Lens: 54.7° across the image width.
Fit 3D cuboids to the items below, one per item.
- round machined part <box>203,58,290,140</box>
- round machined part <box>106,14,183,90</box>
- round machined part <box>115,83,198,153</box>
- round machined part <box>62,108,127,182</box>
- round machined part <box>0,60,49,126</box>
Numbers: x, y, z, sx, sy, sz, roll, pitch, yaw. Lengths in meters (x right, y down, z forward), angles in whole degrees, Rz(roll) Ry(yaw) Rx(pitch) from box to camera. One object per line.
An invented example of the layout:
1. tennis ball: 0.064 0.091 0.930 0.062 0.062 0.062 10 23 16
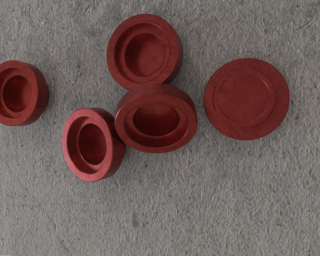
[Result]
1. round machined part: 0.100 -0.034 0.365 0.098 0.042 0.097 0 90 20
2. round machined part: -0.017 -0.094 0.406 0.098 0.042 0.097 0 90 20
3. round machined part: -0.004 -0.016 0.383 0.098 0.098 0.042 -22 40 19
4. round machined part: -0.085 0.021 0.421 0.098 0.042 0.097 4 97 35
5. round machined part: -0.211 -0.051 0.475 0.098 0.042 0.097 0 90 20
